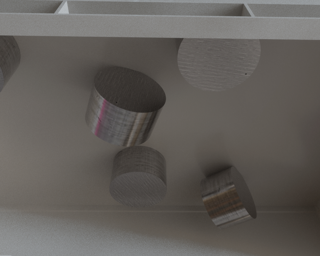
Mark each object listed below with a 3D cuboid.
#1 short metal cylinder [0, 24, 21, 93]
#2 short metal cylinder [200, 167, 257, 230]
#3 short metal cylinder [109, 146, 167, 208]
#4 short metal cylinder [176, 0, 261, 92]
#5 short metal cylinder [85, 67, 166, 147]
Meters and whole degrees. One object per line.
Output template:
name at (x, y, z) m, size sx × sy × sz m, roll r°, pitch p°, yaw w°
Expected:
short metal cylinder at (-0.198, -0.074, 0.328) m, size 0.081 × 0.050 × 0.079 m, roll 0°, pitch 130°, yaw 0°
short metal cylinder at (0.102, 0.104, 0.462) m, size 0.050 × 0.080 × 0.080 m, roll -28°, pitch 125°, yaw 21°
short metal cylinder at (-0.031, 0.072, 0.453) m, size 0.081 × 0.050 × 0.079 m, roll 0°, pitch 130°, yaw 0°
short metal cylinder at (0.057, -0.085, 0.321) m, size 0.081 × 0.050 × 0.079 m, roll 0°, pitch 130°, yaw 0°
short metal cylinder at (-0.040, -0.025, 0.351) m, size 0.081 × 0.080 × 0.050 m, roll 15°, pitch 129°, yaw -12°
